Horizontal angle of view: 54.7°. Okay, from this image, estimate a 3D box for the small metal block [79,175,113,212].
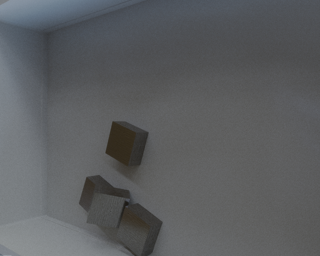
[{"bbox_3d":[-0.097,0.109,0.488,0.050,0.025,0.050,30,109,36],"label":"small metal block"}]

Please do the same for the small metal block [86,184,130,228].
[{"bbox_3d":[-0.075,0.114,0.450,0.025,0.050,0.050,-117,43,-71],"label":"small metal block"}]

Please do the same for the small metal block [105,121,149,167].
[{"bbox_3d":[-0.048,0.022,0.447,0.050,0.025,0.050,24,105,37],"label":"small metal block"}]

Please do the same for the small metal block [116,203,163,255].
[{"bbox_3d":[-0.029,0.141,0.431,0.050,0.025,0.050,28,107,36],"label":"small metal block"}]
